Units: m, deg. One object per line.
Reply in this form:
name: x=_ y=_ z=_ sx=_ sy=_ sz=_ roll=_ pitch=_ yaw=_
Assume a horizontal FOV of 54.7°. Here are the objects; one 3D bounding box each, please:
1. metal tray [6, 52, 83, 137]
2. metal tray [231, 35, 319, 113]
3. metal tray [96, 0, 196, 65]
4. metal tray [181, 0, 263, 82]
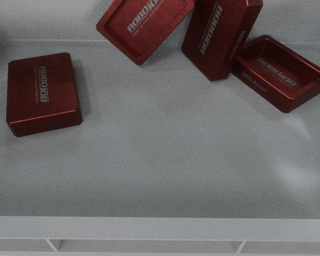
metal tray: x=-0.166 y=-0.053 z=0.444 sx=0.091 sy=0.030 sz=0.130 roll=-12 pitch=51 yaw=-11
metal tray: x=0.177 y=-0.088 z=0.477 sx=0.091 sy=0.030 sz=0.130 roll=-28 pitch=56 yaw=-22
metal tray: x=-0.022 y=-0.168 z=0.458 sx=0.090 sy=0.129 sz=0.030 roll=40 pitch=31 yaw=-14
metal tray: x=0.084 y=-0.146 z=0.455 sx=0.030 sy=0.129 sz=0.090 roll=-16 pitch=54 yaw=-31
